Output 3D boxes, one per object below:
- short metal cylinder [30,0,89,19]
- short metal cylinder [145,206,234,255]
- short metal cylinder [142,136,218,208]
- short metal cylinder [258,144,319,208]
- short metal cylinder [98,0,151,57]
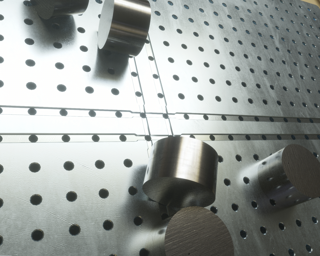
[{"bbox_3d":[-0.139,-0.191,0.414,0.050,0.080,0.080,-26,76,-37],"label":"short metal cylinder"},{"bbox_3d":[0.030,0.129,0.329,0.081,0.050,0.080,14,56,-21],"label":"short metal cylinder"},{"bbox_3d":[0.024,0.053,0.354,0.080,0.080,0.050,23,54,-15],"label":"short metal cylinder"},{"bbox_3d":[0.192,0.070,0.452,0.081,0.050,0.080,14,56,-21],"label":"short metal cylinder"},{"bbox_3d":[-0.052,-0.145,0.433,0.050,0.080,0.080,7,59,-25],"label":"short metal cylinder"}]
